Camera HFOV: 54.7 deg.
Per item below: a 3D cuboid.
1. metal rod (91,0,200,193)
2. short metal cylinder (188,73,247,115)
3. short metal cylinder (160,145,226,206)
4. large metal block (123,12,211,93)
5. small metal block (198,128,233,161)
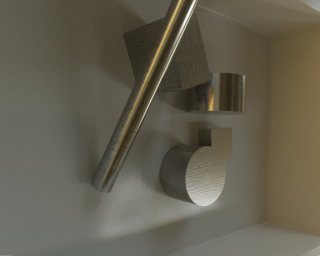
[{"bbox_3d":[-0.004,-0.065,0.323,0.025,0.025,0.298,15,106,-40],"label":"metal rod"},{"bbox_3d":[0.082,-0.046,0.442,0.081,0.080,0.050,3,89,-40],"label":"short metal cylinder"},{"bbox_3d":[0.046,0.064,0.432,0.081,0.050,0.079,0,90,-40],"label":"short metal cylinder"},{"bbox_3d":[0.008,-0.087,0.379,0.050,0.080,0.080,-24,106,-38],"label":"large metal block"},{"bbox_3d":[0.087,0.025,0.483,0.050,0.025,0.050,-3,92,-40],"label":"small metal block"}]
